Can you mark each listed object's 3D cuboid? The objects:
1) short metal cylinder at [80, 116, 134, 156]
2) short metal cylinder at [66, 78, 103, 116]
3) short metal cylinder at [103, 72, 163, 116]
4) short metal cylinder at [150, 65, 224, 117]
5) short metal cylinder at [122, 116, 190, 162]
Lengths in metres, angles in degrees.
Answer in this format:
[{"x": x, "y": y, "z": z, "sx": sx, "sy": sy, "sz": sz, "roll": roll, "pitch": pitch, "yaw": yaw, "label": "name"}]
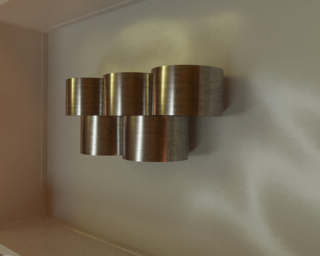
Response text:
[{"x": -0.068, "y": 0.009, "z": 0.425, "sx": 0.080, "sy": 0.081, "sz": 0.050, "roll": 1, "pitch": 91, "yaw": 40, "label": "short metal cylinder"}, {"x": -0.094, "y": -0.042, "z": 0.447, "sx": 0.080, "sy": 0.081, "sz": 0.050, "roll": 1, "pitch": 91, "yaw": 40, "label": "short metal cylinder"}, {"x": -0.032, "y": -0.040, "z": 0.395, "sx": 0.080, "sy": 0.081, "sz": 0.050, "roll": 1, "pitch": 91, "yaw": 40, "label": "short metal cylinder"}, {"x": 0.030, "y": -0.038, "z": 0.344, "sx": 0.080, "sy": 0.081, "sz": 0.050, "roll": 3, "pitch": 92, "yaw": 40, "label": "short metal cylinder"}, {"x": -0.005, "y": 0.011, "z": 0.373, "sx": 0.080, "sy": 0.081, "sz": 0.050, "roll": 1, "pitch": 91, "yaw": 40, "label": "short metal cylinder"}]
